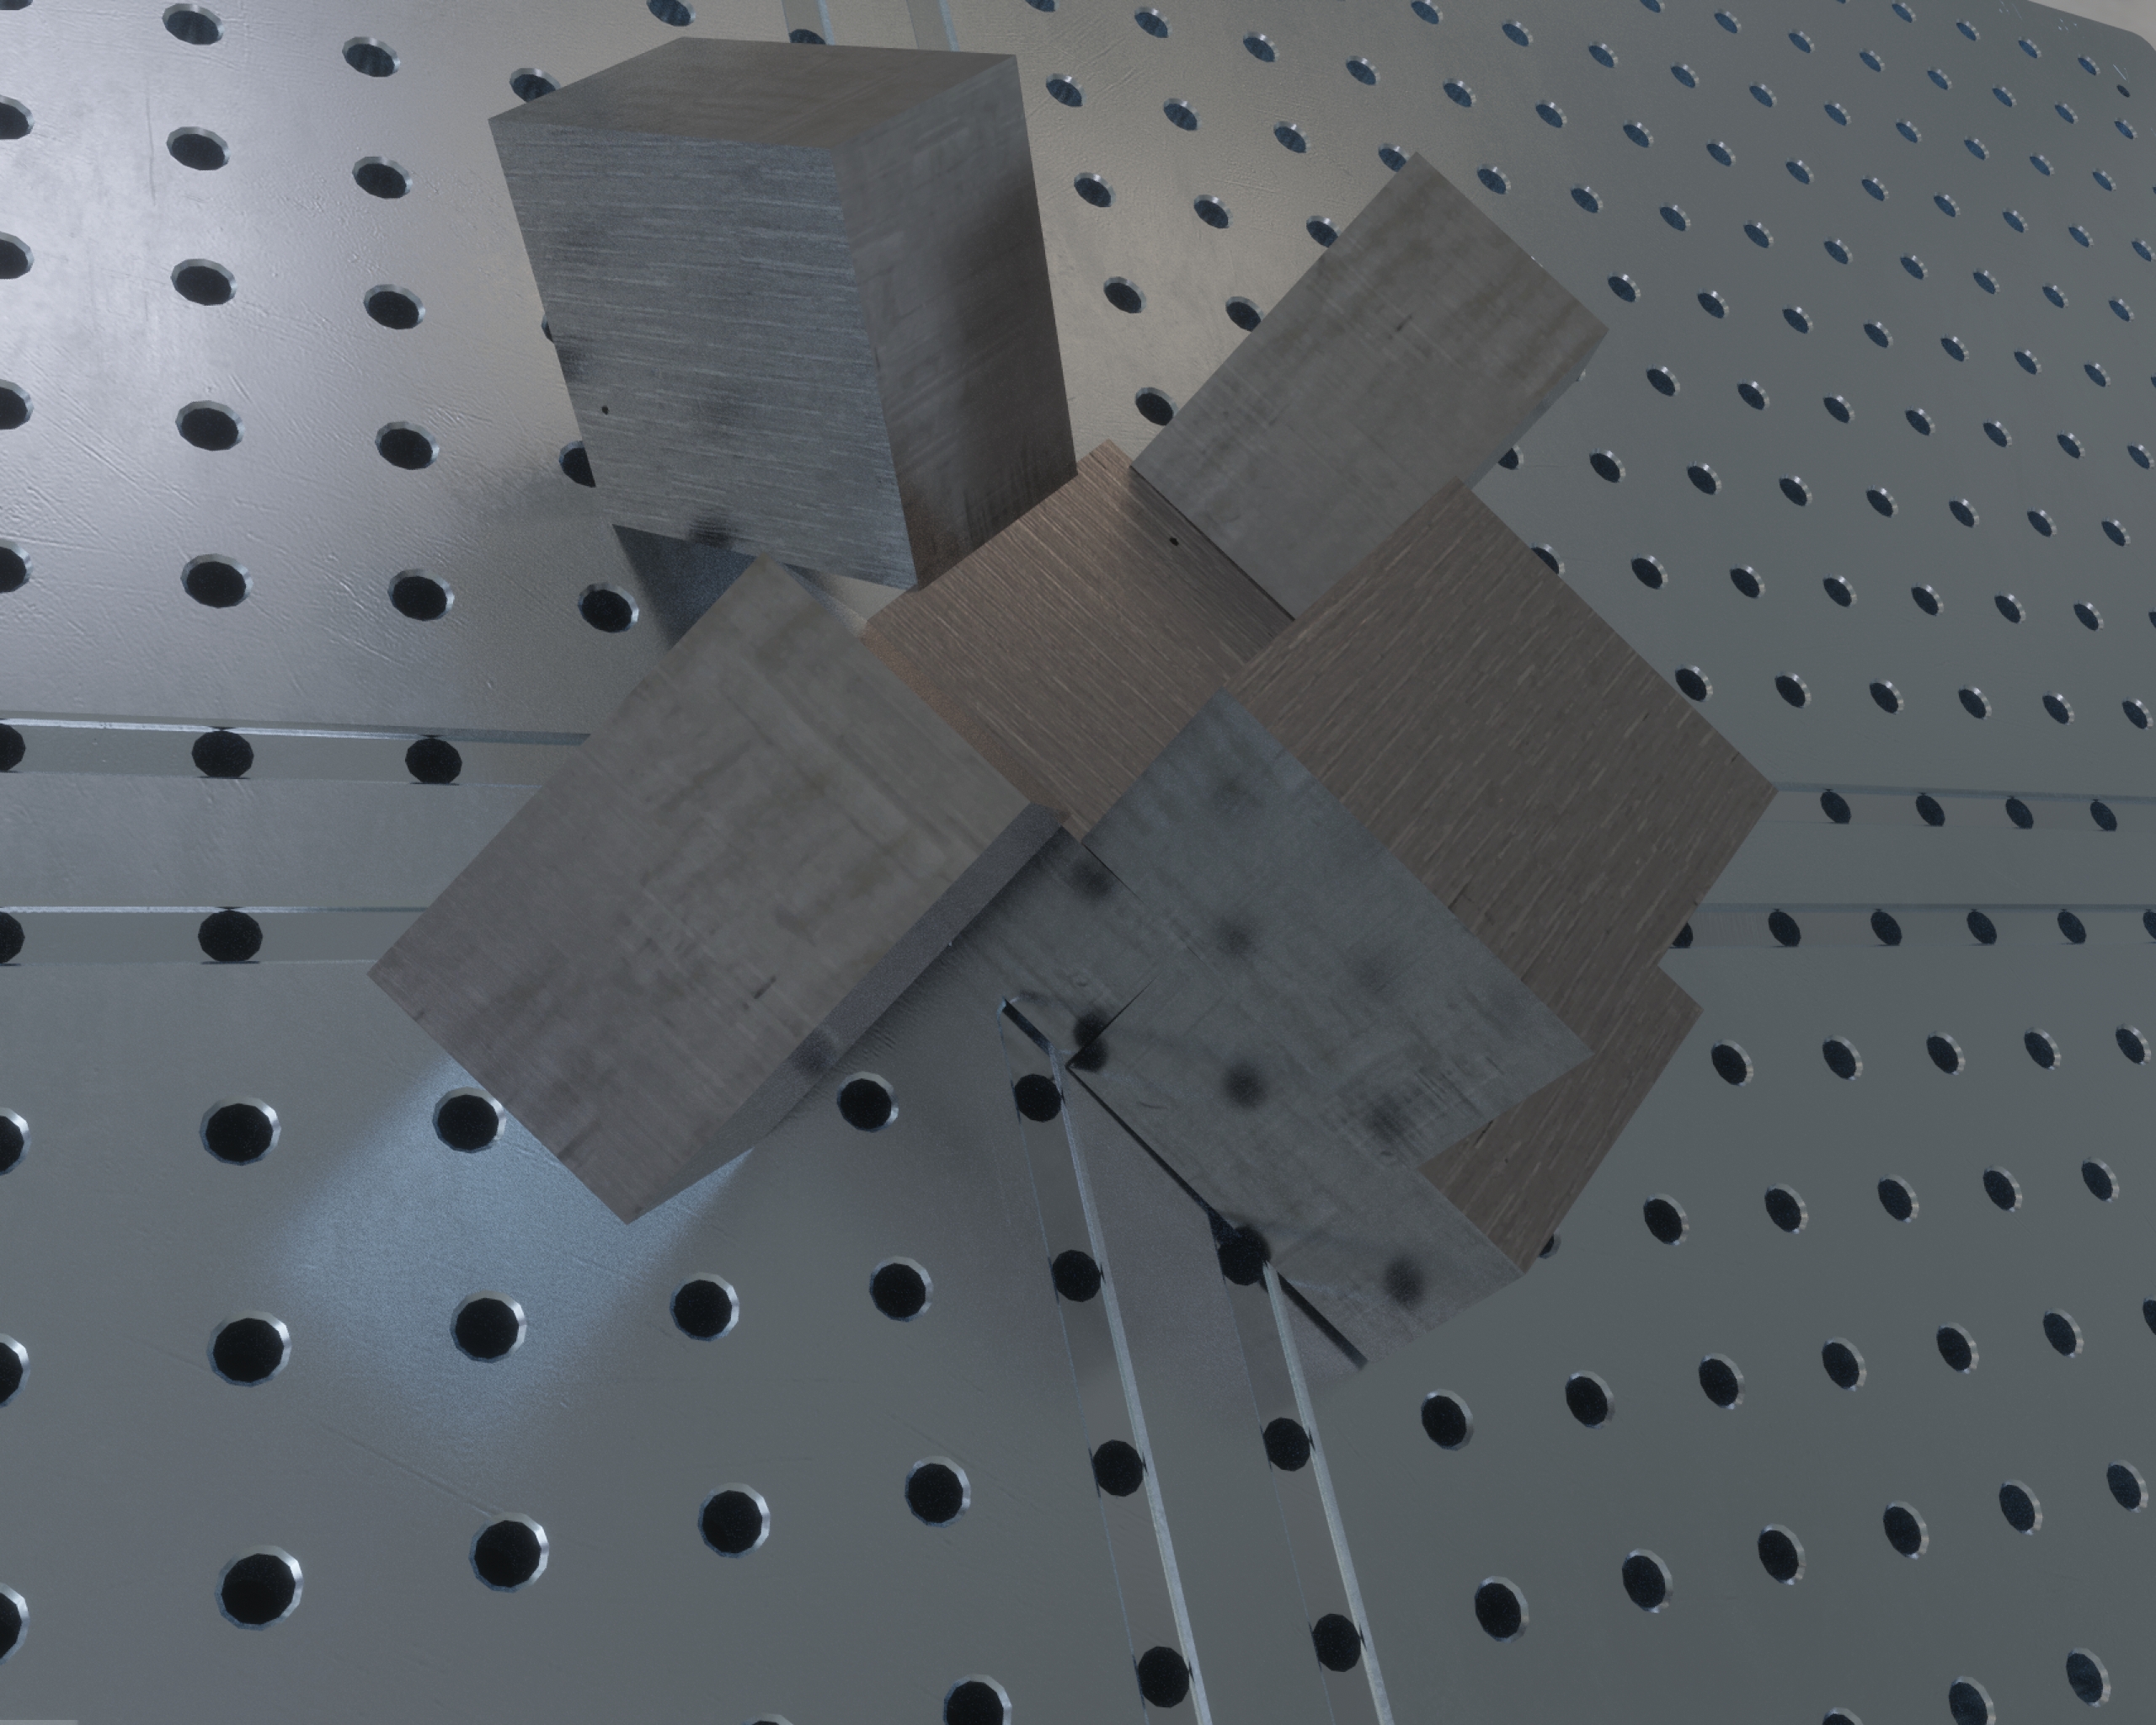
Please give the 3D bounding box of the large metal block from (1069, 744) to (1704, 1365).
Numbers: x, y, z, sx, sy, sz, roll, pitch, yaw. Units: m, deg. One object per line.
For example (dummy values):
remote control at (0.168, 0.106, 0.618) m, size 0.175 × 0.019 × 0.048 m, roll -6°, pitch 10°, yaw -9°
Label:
large metal block at (0.060, 0.034, 0.402) m, size 0.080 × 0.050 × 0.080 m, roll 44°, pitch 50°, yaw 4°

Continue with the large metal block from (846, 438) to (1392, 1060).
large metal block at (0.002, -0.023, 0.407) m, size 0.080 × 0.050 × 0.080 m, roll 44°, pitch 51°, yaw 2°

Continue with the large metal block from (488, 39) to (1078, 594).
large metal block at (-0.052, -0.103, 0.388) m, size 0.080 × 0.080 × 0.050 m, roll 17°, pitch 43°, yaw 31°

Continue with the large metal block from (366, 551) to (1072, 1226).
large metal block at (-0.049, 0.003, 0.324) m, size 0.050 × 0.080 × 0.080 m, roll 44°, pitch 93°, yaw 3°

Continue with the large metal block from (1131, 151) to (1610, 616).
large metal block at (0.062, -0.095, 0.443) m, size 0.050 × 0.080 × 0.080 m, roll 44°, pitch 11°, yaw 2°

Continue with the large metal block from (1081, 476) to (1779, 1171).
large metal block at (0.062, -0.008, 0.364) m, size 0.080 × 0.050 × 0.080 m, roll 45°, pitch 50°, yaw 2°
